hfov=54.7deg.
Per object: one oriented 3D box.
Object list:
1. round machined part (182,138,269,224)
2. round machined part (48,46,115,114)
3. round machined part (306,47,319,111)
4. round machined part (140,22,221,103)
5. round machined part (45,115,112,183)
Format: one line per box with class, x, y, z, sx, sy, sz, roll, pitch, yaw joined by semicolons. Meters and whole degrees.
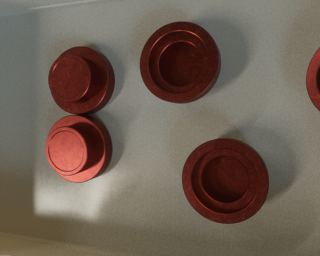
round machined part;0.080;0.061;0.373;0.098;0.042;0.097;0;90;19
round machined part;-0.118;-0.068;0.442;0.098;0.042;0.097;0;90;19
round machined part;0.207;-0.051;0.315;0.098;0.042;0.097;-3;86;46
round machined part;0.028;-0.079;0.391;0.098;0.042;0.097;0;90;19
round machined part;-0.121;0.030;0.439;0.098;0.042;0.097;1;94;19
